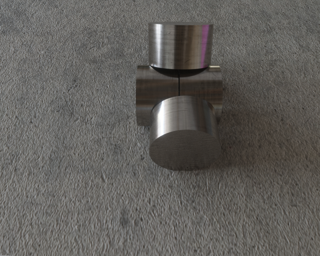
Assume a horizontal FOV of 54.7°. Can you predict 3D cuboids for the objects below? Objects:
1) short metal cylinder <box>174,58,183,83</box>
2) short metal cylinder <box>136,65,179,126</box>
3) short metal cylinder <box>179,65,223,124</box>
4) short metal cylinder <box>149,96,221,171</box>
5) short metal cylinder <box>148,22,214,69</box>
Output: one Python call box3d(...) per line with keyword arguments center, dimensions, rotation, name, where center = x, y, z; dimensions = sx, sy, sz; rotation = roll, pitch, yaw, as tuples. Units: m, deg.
box3d(center=(0.031, -0.093, 0.468), dimensions=(0.081, 0.050, 0.080), rotation=(0, 50, 0), name="short metal cylinder")
box3d(center=(-0.003, -0.042, 0.405), dimensions=(0.050, 0.080, 0.080), rotation=(1, 50, 0), name="short metal cylinder")
box3d(center=(0.049, -0.042, 0.404), dimensions=(0.050, 0.080, 0.080), rotation=(0, 50, 0), name="short metal cylinder")
box3d(center=(0.028, 0.008, 0.363), dimensions=(0.081, 0.080, 0.050), rotation=(0, 50, 0), name="short metal cylinder")
box3d(center=(0.026, -0.107, 0.393), dimensions=(0.081, 0.050, 0.080), rotation=(1, 22, 0), name="short metal cylinder")
